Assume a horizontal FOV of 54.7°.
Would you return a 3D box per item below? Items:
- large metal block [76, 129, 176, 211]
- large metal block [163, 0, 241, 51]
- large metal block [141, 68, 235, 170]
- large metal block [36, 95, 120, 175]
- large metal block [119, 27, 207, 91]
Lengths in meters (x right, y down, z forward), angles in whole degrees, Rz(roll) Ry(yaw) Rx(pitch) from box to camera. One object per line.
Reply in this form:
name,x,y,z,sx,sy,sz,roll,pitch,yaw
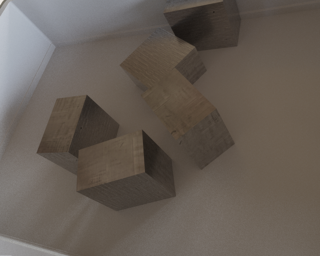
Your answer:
large metal block,-0.037,0.052,0.356,0.080,0.080,0.050,-18,55,17
large metal block,0.062,-0.155,0.432,0.080,0.080,0.050,0,62,27
large metal block,0.033,-0.010,0.358,0.050,0.080,0.080,-39,51,2
large metal block,-0.105,0.013,0.416,0.050,0.080,0.080,-4,60,26
large metal block,0.004,-0.085,0.438,0.080,0.050,0.080,-45,51,-4
